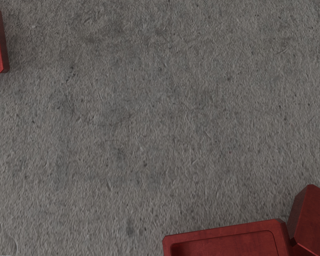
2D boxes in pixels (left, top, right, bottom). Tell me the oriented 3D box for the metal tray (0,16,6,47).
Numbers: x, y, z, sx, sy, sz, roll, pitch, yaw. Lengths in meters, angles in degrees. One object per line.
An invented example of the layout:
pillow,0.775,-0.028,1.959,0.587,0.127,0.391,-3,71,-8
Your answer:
metal tray,-0.306,-0.148,0.457,0.131,0.030,0.090,-19,71,-7

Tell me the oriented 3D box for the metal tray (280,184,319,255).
metal tray,0.207,0.131,0.337,0.130,0.030,0.090,32,46,12

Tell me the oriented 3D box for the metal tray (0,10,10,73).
metal tray,-0.280,-0.115,0.413,0.131,0.030,0.089,-5,102,-10

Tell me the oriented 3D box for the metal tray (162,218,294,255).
metal tray,0.071,0.149,0.319,0.130,0.030,0.090,-18,68,25
